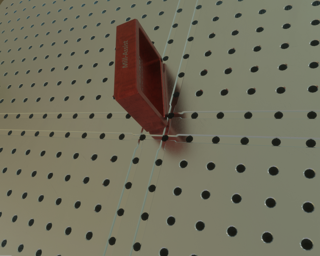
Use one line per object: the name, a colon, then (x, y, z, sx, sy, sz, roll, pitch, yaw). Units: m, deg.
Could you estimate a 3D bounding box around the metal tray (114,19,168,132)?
metal tray: (-0.025, -0.071, 0.421, 0.030, 0.090, 0.130, -16, 55, 19)
